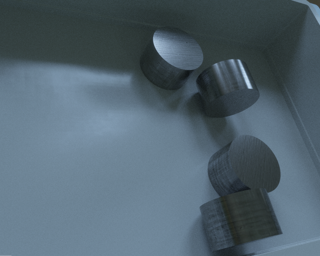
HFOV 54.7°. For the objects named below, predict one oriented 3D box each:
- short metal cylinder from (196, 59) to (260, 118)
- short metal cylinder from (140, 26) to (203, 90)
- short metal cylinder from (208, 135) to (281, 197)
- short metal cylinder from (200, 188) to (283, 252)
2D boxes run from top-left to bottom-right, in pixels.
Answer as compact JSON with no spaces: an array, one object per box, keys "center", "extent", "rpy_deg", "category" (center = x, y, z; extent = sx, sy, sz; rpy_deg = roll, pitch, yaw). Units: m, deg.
[{"center":[0.099,-0.056,0.458],"extent":[0.081,0.080,0.050],"rpy_deg":[-1,63,-29],"category":"short metal cylinder"},{"center":[0.017,-0.103,0.461],"extent":[0.081,0.050,0.080],"rpy_deg":[14,56,-21],"category":"short metal cylinder"},{"center":[0.112,0.056,0.415],"extent":[0.081,0.050,0.080],"rpy_deg":[14,56,-21],"category":"short metal cylinder"},{"center":[0.091,0.106,0.354],"extent":[0.081,0.080,0.050],"rpy_deg":[0,62,-28],"category":"short metal cylinder"}]
